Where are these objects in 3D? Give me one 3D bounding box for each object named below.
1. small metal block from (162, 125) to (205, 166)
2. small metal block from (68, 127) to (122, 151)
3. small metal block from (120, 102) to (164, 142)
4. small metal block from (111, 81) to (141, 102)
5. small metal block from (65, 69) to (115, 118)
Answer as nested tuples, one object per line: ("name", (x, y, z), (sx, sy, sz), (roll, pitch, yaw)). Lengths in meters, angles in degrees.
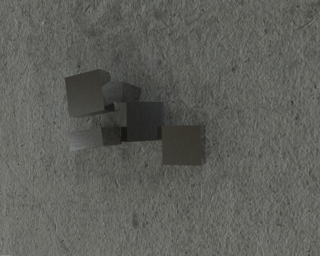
("small metal block", (0.031, 0.022, 0.398), (0.050, 0.025, 0.050), (-1, 90, 19))
("small metal block", (-0.088, 0.015, 0.427), (0.050, 0.050, 0.025), (-9, 87, 20))
("small metal block", (-0.023, -0.008, 0.402), (0.050, 0.025, 0.050), (-2, 90, -25))
("small metal block", (-0.061, -0.048, 0.417), (0.050, 0.050, 0.025), (10, 92, 21))
("small metal block", (-0.087, -0.042, 0.386), (0.050, 0.025, 0.050), (-10, 86, 20))
